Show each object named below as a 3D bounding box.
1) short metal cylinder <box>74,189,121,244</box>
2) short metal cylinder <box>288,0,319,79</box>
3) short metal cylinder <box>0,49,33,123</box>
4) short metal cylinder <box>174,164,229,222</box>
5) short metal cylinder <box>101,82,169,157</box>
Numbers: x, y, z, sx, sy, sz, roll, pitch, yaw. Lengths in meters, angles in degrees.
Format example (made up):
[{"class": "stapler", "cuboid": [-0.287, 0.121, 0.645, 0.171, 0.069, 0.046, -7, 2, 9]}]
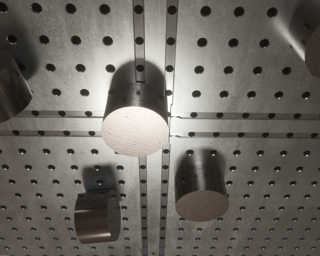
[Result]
[{"class": "short metal cylinder", "cuboid": [-0.097, 0.141, 0.494, 0.050, 0.080, 0.080, -7, 130, 5]}, {"class": "short metal cylinder", "cuboid": [0.181, -0.096, 0.317, 0.081, 0.050, 0.079, 0, 130, 0]}, {"class": "short metal cylinder", "cuboid": [-0.189, -0.044, 0.335, 0.080, 0.080, 0.050, -7, 130, 5]}, {"class": "short metal cylinder", "cuboid": [0.063, 0.102, 0.484, 0.081, 0.050, 0.079, 0, 130, 0]}, {"class": "short metal cylinder", "cuboid": [-0.030, -0.010, 0.387, 0.081, 0.050, 0.079, 0, 130, 0]}]
